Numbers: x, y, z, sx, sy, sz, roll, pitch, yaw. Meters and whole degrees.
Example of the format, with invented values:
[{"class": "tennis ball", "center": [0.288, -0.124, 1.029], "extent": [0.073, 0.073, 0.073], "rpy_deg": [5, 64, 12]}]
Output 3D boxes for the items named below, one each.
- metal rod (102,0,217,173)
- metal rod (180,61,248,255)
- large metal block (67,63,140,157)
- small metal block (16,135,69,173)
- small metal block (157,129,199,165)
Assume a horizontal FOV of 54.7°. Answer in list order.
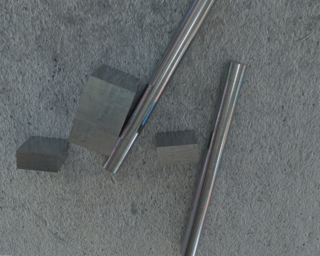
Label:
[{"class": "metal rod", "center": [0.004, -0.068, 0.384], "extent": [0.025, 0.025, 0.298], "rpy_deg": [27, 108, -10]}, {"class": "metal rod", "center": [0.069, 0.057, 0.431], "extent": [0.025, 0.025, 0.298], "rpy_deg": [9, 110, -4]}, {"class": "large metal block", "center": [-0.064, -0.025, 0.371], "extent": [0.050, 0.080, 0.079], "rpy_deg": [21, 109, -8]}, {"class": "small metal block", "center": [-0.152, 0.033, 0.407], "extent": [0.050, 0.050, 0.025], "rpy_deg": [6, 110, -3]}, {"class": "small metal block", "center": [0.022, 0.024, 0.406], "extent": [0.050, 0.050, 0.025], "rpy_deg": [-5, 110, 1]}]
